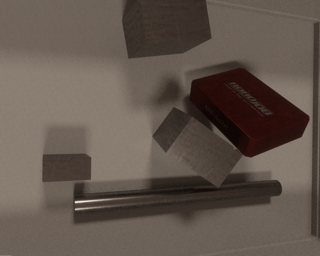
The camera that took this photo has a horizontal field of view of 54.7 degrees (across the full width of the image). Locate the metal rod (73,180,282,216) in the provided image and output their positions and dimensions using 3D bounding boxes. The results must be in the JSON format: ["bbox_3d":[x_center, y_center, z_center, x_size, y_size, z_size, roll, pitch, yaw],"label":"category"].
[{"bbox_3d":[0.038,0.093,0.426,0.303,0.025,0.025,0,90,-21],"label":"metal rod"}]

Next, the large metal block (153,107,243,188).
[{"bbox_3d":[0.044,0.021,0.394,0.080,0.080,0.050,35,92,-17],"label":"large metal block"}]

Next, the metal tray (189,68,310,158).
[{"bbox_3d":[0.110,-0.027,0.400,0.091,0.130,0.030,-18,135,-22],"label":"metal tray"}]

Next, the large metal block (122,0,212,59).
[{"bbox_3d":[0.005,-0.123,0.384,0.081,0.080,0.050,-11,94,-20],"label":"large metal block"}]

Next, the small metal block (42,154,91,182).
[{"bbox_3d":[-0.109,0.045,0.358,0.050,0.050,0.025,1,90,-20],"label":"small metal block"}]
